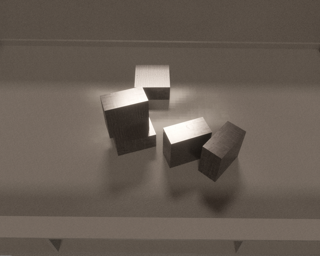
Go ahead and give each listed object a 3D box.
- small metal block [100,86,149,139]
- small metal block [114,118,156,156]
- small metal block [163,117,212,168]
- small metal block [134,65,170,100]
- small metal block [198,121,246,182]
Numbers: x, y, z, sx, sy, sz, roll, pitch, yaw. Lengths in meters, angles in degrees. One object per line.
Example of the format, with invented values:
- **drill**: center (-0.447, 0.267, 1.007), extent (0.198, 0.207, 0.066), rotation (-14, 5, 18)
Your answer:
- **small metal block**: center (-0.041, -0.018, 0.371), extent (0.050, 0.050, 0.025), rotation (-15, 52, -12)
- **small metal block**: center (-0.036, 0.003, 0.402), extent (0.050, 0.025, 0.050), rotation (-14, 52, -12)
- **small metal block**: center (0.032, 0.018, 0.374), extent (0.050, 0.050, 0.025), rotation (-16, 52, -13)
- **small metal block**: center (-0.011, -0.069, 0.463), extent (0.050, 0.025, 0.050), rotation (0, 50, -1)
- **small metal block**: center (0.073, 0.028, 0.366), extent (0.025, 0.050, 0.050), rotation (34, 58, 25)
